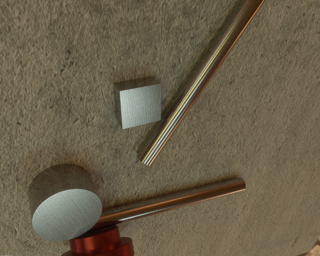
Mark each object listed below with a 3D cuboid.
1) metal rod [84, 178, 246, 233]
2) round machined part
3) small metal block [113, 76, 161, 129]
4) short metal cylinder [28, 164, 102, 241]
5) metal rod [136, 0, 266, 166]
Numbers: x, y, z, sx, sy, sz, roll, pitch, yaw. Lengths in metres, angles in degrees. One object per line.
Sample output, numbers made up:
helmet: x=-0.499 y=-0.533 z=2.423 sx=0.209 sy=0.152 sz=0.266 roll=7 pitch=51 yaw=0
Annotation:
metal rod: x=0.008 y=0.119 z=0.486 sx=0.303 sy=0.025 sz=0.025 roll=-8 pitch=122 yaw=-25
round machined part: x=-0.088 y=0.164 z=0.428 sx=0.099 sy=0.098 sz=0.042 roll=-8 pitch=81 yaw=-25
small metal block: x=-0.027 y=-0.031 z=0.374 sx=0.050 sy=0.025 sz=0.050 roll=-14 pitch=124 yaw=-21
short metal cylinder: x=-0.118 y=0.092 z=0.384 sx=0.081 sy=0.050 sz=0.079 roll=-14 pitch=125 yaw=-21
metal rod: x=0.061 y=-0.077 z=0.393 sx=0.025 sy=0.025 sz=0.299 roll=25 pitch=105 yaw=-37
